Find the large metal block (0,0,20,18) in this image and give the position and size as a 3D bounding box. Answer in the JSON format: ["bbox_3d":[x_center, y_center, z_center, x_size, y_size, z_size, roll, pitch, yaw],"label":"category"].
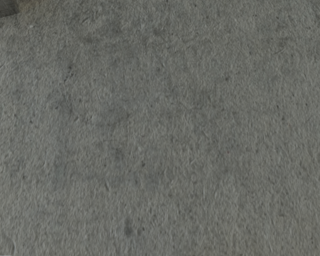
[{"bbox_3d":[-0.271,-0.212,0.469,0.081,0.050,0.080,-18,71,-7],"label":"large metal block"}]
